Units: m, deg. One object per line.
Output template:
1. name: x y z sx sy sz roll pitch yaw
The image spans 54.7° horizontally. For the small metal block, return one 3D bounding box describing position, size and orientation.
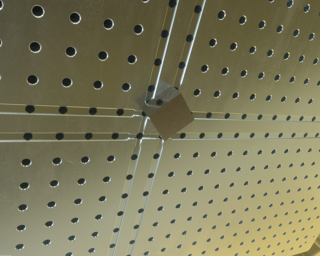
1. small metal block: 0.011 -0.019 0.407 0.050 0.025 0.050 -36 130 -5
